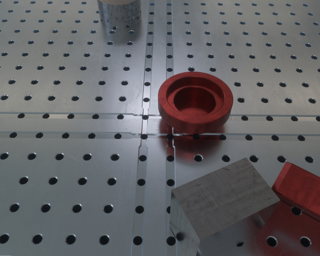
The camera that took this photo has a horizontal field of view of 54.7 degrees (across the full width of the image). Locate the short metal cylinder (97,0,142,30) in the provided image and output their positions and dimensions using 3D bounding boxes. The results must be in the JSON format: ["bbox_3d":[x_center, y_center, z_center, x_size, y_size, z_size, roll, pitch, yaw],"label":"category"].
[{"bbox_3d":[-0.075,-0.228,0.583,0.081,0.050,0.080,0,50,0],"label":"short metal cylinder"}]

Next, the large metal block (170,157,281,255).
[{"bbox_3d":[0.057,0.084,0.302,0.081,0.080,0.050,-20,53,-16],"label":"large metal block"}]

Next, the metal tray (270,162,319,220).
[{"bbox_3d":[0.173,0.081,0.296,0.130,0.090,0.030,29,87,22],"label":"metal tray"}]

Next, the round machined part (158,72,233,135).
[{"bbox_3d":[0.047,-0.029,0.421,0.099,0.042,0.098,0,50,0],"label":"round machined part"}]
